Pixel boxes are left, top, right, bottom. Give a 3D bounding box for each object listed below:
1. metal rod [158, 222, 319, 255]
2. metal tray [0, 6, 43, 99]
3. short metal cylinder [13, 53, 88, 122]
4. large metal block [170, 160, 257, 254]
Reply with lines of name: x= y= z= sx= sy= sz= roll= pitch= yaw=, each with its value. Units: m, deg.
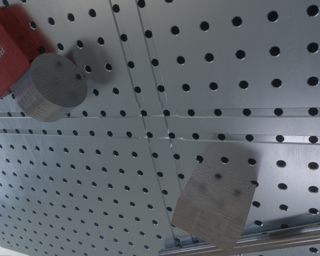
metal rod: x=0.112 y=0.175 z=0.459 sx=0.299 sy=0.025 sz=0.025 roll=-27 pitch=104 yaw=37
metal tray: x=-0.243 y=-0.108 z=0.469 sx=0.130 sy=0.030 sz=0.090 roll=-27 pitch=104 yaw=37
short metal cylinder: x=-0.147 y=-0.054 z=0.420 sx=0.050 sy=0.080 sz=0.080 roll=-28 pitch=103 yaw=37
large metal block: x=0.070 y=0.098 z=0.399 sx=0.080 sy=0.080 sz=0.050 roll=23 pitch=127 yaw=14
